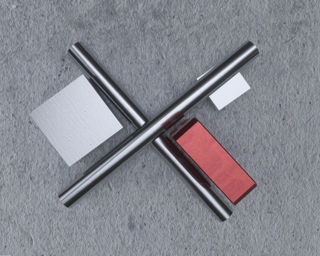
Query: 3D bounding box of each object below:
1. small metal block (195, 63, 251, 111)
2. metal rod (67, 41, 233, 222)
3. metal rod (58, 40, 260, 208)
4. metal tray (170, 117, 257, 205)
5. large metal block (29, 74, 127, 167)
[{"bbox_3d":[0.082,-0.057,0.412,0.050,0.025,0.050,-35,90,0],"label":"small metal block"},{"bbox_3d":[-0.012,0.006,0.411,0.025,0.025,0.300,-42,91,0],"label":"metal rod"},{"bbox_3d":[-0.001,-0.005,0.386,0.300,0.025,0.025,-39,91,-1],"label":"metal rod"},{"bbox_3d":[0.053,0.032,0.359,0.030,0.130,0.090,-43,90,1],"label":"metal tray"},{"bbox_3d":[-0.101,-0.009,0.396,0.080,0.050,0.080,-37,90,0],"label":"large metal block"}]
